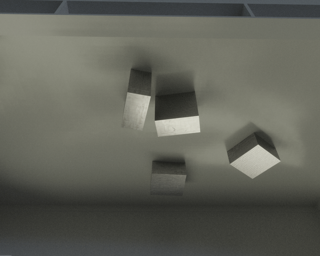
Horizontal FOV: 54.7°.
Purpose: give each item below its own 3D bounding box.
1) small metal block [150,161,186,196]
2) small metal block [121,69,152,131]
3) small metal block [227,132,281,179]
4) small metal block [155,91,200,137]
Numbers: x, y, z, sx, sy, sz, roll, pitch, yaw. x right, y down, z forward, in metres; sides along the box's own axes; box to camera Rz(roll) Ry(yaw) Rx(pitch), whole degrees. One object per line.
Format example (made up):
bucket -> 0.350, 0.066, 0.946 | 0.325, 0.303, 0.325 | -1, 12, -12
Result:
small metal block -> 0.012, 0.078, 0.476 | 0.050, 0.025, 0.050 | 3, 130, -3
small metal block -> -0.027, -0.033, 0.364 | 0.025, 0.050, 0.050 | 10, 130, -8
small metal block -> 0.134, 0.041, 0.445 | 0.050, 0.025, 0.050 | 33, 123, -25
small metal block -> 0.021, -0.018, 0.378 | 0.050, 0.050, 0.025 | -6, 130, 5
